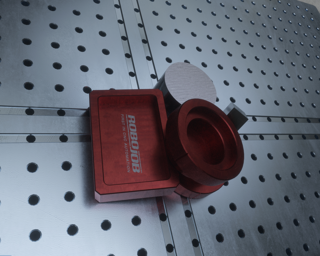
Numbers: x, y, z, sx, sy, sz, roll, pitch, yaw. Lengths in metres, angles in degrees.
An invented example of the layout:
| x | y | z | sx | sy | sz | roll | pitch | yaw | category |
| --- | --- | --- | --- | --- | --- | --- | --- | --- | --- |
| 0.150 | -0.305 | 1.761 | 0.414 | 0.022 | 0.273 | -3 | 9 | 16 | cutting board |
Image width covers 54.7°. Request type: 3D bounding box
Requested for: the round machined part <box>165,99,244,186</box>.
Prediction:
| x | y | z | sx | sy | sz | roll | pitch | yaw | category |
| --- | --- | --- | --- | --- | --- | --- | --- | --- | --- |
| 0.045 | 0.019 | 0.350 | 0.099 | 0.042 | 0.098 | 21 | 52 | -29 | round machined part |

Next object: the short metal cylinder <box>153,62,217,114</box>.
| x | y | z | sx | sy | sz | roll | pitch | yaw | category |
| --- | --- | --- | --- | --- | --- | --- | --- | --- | --- |
| 0.032 | -0.046 | 0.439 | 0.081 | 0.050 | 0.080 | 14 | 56 | -21 | short metal cylinder |

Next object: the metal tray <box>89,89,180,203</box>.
| x | y | z | sx | sy | sz | roll | pitch | yaw | category |
| --- | --- | --- | --- | --- | --- | --- | --- | --- | --- |
| -0.034 | 0.016 | 0.364 | 0.091 | 0.030 | 0.130 | -3 | 62 | -14 | metal tray |

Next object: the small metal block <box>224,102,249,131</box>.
| x | y | z | sx | sy | sz | roll | pitch | yaw | category |
| --- | --- | --- | --- | --- | --- | --- | --- | --- | --- |
| 0.095 | -0.007 | 0.437 | 0.025 | 0.050 | 0.050 | 40 | 16 | -2 | small metal block |

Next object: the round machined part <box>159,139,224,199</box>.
| x | y | z | sx | sy | sz | roll | pitch | yaw | category |
| --- | --- | --- | --- | --- | --- | --- | --- | --- | --- |
| 0.048 | 0.038 | 0.401 | 0.099 | 0.042 | 0.098 | 14 | 56 | -21 | round machined part |
